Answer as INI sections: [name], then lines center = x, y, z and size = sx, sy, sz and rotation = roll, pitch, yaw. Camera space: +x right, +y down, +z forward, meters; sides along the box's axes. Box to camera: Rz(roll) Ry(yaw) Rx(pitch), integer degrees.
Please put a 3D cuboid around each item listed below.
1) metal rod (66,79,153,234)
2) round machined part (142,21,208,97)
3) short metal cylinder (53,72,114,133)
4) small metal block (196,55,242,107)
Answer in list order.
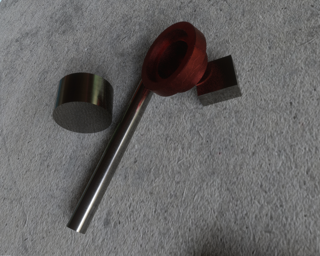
[metal rod]
center = -0.044, -0.004, 0.427
size = 0.025, 0.025, 0.300
rotation = 12, 68, 33
[round machined part]
center = 0.023, -0.085, 0.407
size = 0.098, 0.042, 0.098
rotation = -27, 50, 39
[short metal cylinder]
center = -0.108, -0.034, 0.444
size = 0.080, 0.080, 0.050
rotation = -15, 56, 19
[small metal block]
center = 0.074, -0.061, 0.402
size = 0.050, 0.025, 0.050
rotation = -15, 56, 19
